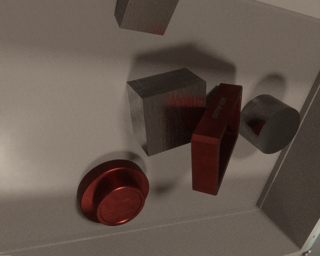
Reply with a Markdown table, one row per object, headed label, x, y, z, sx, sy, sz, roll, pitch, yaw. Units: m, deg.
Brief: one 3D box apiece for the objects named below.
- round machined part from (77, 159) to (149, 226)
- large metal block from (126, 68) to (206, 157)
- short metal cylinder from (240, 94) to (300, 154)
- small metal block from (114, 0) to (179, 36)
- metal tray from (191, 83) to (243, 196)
| label | x | y | z | sx | sy | sz | roll | pitch | yaw |
| --- | --- | --- | --- | --- | --- | --- | --- | --- | --- |
| round machined part | -0.060 | 0.095 | 0.425 | 0.099 | 0.042 | 0.097 | -14 | 125 | -21 |
| large metal block | 0.009 | -0.021 | 0.386 | 0.081 | 0.050 | 0.079 | -17 | 126 | -19 |
| short metal cylinder | 0.169 | -0.006 | 0.484 | 0.081 | 0.050 | 0.079 | -14 | 125 | -21 |
| small metal block | -0.013 | -0.126 | 0.315 | 0.050 | 0.025 | 0.050 | 0 | 139 | -29 |
| metal tray | 0.076 | 0.011 | 0.402 | 0.131 | 0.030 | 0.089 | -55 | 148 | -46 |
